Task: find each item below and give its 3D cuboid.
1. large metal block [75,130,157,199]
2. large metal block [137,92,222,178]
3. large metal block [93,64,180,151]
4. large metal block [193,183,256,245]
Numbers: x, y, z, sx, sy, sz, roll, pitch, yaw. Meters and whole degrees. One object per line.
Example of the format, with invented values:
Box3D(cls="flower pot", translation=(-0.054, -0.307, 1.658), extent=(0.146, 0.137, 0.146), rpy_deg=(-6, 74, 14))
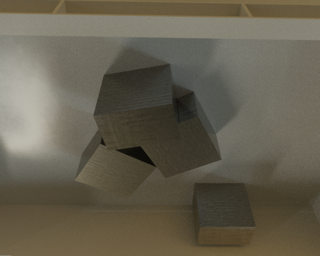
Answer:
Box3D(cls="large metal block", translation=(-0.060, 0.045, 0.430), extent=(0.080, 0.050, 0.080), rpy_deg=(25, 126, -21))
Box3D(cls="large metal block", translation=(0.025, 0.011, 0.403), extent=(0.080, 0.050, 0.080), rpy_deg=(-21, 127, 16))
Box3D(cls="large metal block", translation=(-0.023, -0.025, 0.351), extent=(0.080, 0.080, 0.050), rpy_deg=(-8, 130, 6))
Box3D(cls="large metal block", translation=(0.097, 0.134, 0.489), extent=(0.081, 0.080, 0.050), rpy_deg=(1, 130, -1))
